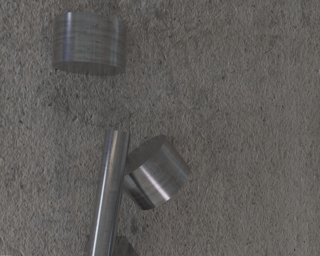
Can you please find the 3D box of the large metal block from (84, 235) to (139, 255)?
[{"bbox_3d":[-0.061,0.178,0.358,0.050,0.080,0.080,9,87,-20],"label":"large metal block"}]

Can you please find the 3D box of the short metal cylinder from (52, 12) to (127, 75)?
[{"bbox_3d":[-0.079,-0.091,0.351,0.081,0.080,0.050,3,89,-20],"label":"short metal cylinder"}]

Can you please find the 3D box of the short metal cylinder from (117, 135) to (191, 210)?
[{"bbox_3d":[-0.010,0.052,0.376,0.080,0.080,0.050,-41,103,-15],"label":"short metal cylinder"}]

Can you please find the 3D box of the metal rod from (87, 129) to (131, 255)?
[{"bbox_3d":[-0.062,0.151,0.301,0.025,0.025,0.298,9,87,-20],"label":"metal rod"}]
